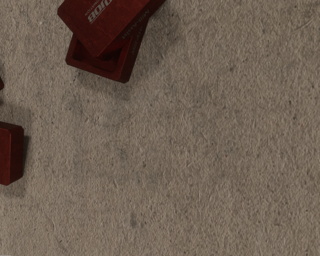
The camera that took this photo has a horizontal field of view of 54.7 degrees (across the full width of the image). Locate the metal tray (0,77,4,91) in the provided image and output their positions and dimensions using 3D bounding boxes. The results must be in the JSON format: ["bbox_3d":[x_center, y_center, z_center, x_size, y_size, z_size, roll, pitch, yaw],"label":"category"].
[{"bbox_3d":[-0.328,-0.100,0.519,0.090,0.030,0.130,-33,80,16],"label":"metal tray"}]

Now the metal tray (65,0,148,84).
[{"bbox_3d":[-0.070,-0.137,0.429,0.090,0.030,0.129,21,97,18],"label":"metal tray"}]

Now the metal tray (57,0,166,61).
[{"bbox_3d":[-0.058,-0.162,0.393,0.130,0.030,0.090,-43,77,14],"label":"metal tray"}]

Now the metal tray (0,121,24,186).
[{"bbox_3d":[-0.281,0.031,0.487,0.131,0.030,0.089,12,105,12],"label":"metal tray"}]
